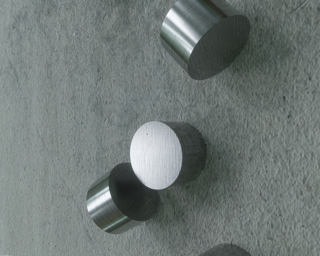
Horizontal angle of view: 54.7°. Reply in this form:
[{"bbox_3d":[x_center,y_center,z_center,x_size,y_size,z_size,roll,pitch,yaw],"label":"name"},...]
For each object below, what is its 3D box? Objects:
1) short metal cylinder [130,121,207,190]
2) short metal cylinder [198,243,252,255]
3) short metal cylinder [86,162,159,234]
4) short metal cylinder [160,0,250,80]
[{"bbox_3d":[0.010,0.032,0.381,0.080,0.050,0.080,0,90,40],"label":"short metal cylinder"},{"bbox_3d":[0.067,0.172,0.333,0.080,0.050,0.080,0,90,40],"label":"short metal cylinder"},{"bbox_3d":[-0.048,0.093,0.409,0.050,0.081,0.080,-38,67,33],"label":"short metal cylinder"},{"bbox_3d":[0.048,-0.098,0.330,0.080,0.081,0.050,-52,60,27],"label":"short metal cylinder"}]
